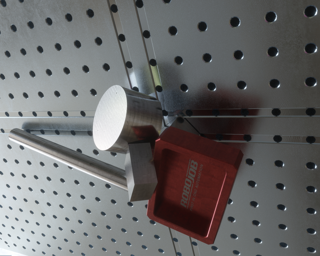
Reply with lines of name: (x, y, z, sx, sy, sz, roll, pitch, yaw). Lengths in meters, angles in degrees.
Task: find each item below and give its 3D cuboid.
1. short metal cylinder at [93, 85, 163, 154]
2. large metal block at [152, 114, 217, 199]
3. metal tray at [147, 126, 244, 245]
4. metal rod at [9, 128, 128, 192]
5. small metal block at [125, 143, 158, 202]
short metal cylinder: (-0.042, -0.008, 0.383, 0.050, 0.080, 0.080, 15, 140, -36)
large metal block: (0.020, 0.042, 0.408, 0.080, 0.050, 0.080, 46, 129, -5)
metal tray: (0.036, 0.070, 0.363, 0.090, 0.030, 0.129, 19, 126, 17)
metal rod: (-0.136, 0.045, 0.470, 0.300, 0.025, 0.025, 15, 125, 33)
small metal block: (-0.024, 0.052, 0.361, 0.025, 0.050, 0.050, -3, 147, -15)
